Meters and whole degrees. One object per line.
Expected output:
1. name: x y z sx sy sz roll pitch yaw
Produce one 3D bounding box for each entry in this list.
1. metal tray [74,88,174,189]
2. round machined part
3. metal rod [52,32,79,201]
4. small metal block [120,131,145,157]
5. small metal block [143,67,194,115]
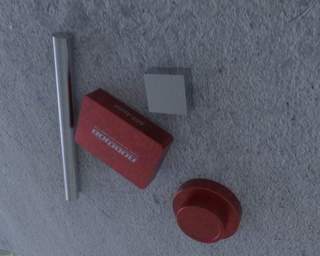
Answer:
1. metal tray: -0.055 0.015 0.432 0.130 0.030 0.089 33 128 13
2. round machined part: 0.063 0.123 0.438 0.098 0.042 0.097 13 124 20
3. metal rod: -0.143 0.003 0.481 0.025 0.025 0.298 20 126 16
4. small metal block: -0.029 0.031 0.440 0.050 0.025 0.050 32 128 7
5. small metal block: 0.012 -0.045 0.372 0.050 0.025 0.050 6 121 24
